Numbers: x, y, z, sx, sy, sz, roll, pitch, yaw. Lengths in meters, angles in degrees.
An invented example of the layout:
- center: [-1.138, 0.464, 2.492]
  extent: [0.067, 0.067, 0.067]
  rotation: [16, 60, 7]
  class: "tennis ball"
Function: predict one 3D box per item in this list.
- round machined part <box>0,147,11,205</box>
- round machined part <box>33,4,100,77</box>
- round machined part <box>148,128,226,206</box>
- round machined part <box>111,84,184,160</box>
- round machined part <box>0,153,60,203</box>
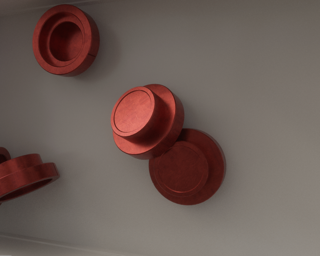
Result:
- center: [-0.263, 0.074, 0.458]
  extent: [0.042, 0.098, 0.097]
  rotation: [6, 92, -2]
  class: "round machined part"
- center: [-0.129, -0.122, 0.446]
  extent: [0.098, 0.042, 0.097]
  rotation: [0, 90, 19]
  class: "round machined part"
- center: [0.031, 0.049, 0.390]
  extent: [0.098, 0.042, 0.097]
  rotation: [0, 90, 19]
  class: "round machined part"
- center: [-0.022, -0.013, 0.387]
  extent: [0.098, 0.042, 0.098]
  rotation: [-16, 58, 29]
  class: "round machined part"
- center: [-0.198, 0.069, 0.440]
  extent: [0.098, 0.098, 0.042]
  rotation: [-28, 81, 17]
  class: "round machined part"
